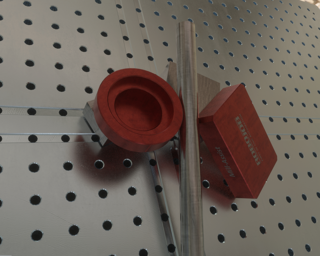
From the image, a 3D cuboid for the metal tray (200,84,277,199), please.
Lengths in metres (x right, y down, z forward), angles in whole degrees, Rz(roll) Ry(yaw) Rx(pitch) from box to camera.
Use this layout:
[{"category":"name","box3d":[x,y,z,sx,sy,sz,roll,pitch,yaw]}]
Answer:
[{"category":"metal tray","box3d":[0.106,0.018,0.414,0.090,0.030,0.130,-45,113,-38]}]

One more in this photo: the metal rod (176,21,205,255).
[{"category":"metal rod","box3d":[0.034,0.015,0.362,0.025,0.025,0.299,6,75,-25]}]

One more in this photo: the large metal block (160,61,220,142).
[{"category":"large metal block","box3d":[0.034,-0.033,0.427,0.080,0.050,0.080,21,54,-16]}]

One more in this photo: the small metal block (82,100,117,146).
[{"category":"small metal block","box3d":[-0.058,-0.013,0.381,0.050,0.025,0.050,-25,75,-37]}]

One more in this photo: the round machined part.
[{"category":"round machined part","box3d":[-0.027,-0.016,0.353,0.099,0.042,0.098,11,58,-19]}]
